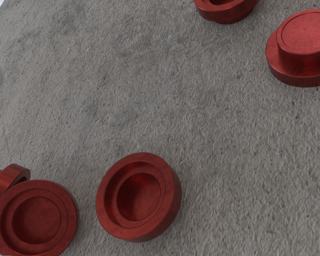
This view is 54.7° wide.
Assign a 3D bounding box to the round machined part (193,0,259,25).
[{"bbox_3d":[0.103,-0.193,0.458,0.098,0.042,0.098,-13,56,21],"label":"round machined part"}]

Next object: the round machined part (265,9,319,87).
[{"bbox_3d":[0.174,-0.099,0.362,0.098,0.042,0.098,-13,56,21],"label":"round machined part"}]

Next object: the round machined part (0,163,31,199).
[{"bbox_3d":[-0.219,0.092,0.414,0.042,0.098,0.098,24,71,-4],"label":"round machined part"}]

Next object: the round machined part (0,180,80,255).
[{"bbox_3d":[-0.149,0.113,0.382,0.099,0.042,0.098,1,79,-7],"label":"round machined part"}]

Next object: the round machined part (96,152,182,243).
[{"bbox_3d":[-0.021,0.081,0.354,0.098,0.042,0.098,-13,56,21],"label":"round machined part"}]
